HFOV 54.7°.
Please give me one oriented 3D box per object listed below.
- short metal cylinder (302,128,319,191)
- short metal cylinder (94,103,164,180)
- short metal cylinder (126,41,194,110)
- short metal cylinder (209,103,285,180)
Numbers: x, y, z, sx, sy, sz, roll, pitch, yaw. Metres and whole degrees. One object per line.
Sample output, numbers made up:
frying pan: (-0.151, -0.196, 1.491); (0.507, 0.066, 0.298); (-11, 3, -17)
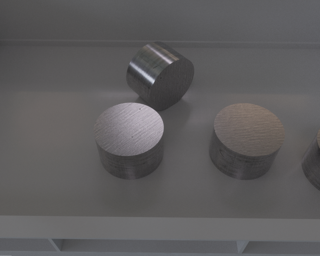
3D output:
short metal cylinder: (0.215, 0.036, 0.360); (0.080, 0.050, 0.080); (0, 50, 0)
short metal cylinder: (-0.036, 0.015, 0.376); (0.080, 0.050, 0.080); (0, 50, 0)
short metal cylinder: (0.001, -0.072, 0.430); (0.080, 0.080, 0.050); (-33, 58, -24)
short metal cylinder: (0.103, 0.016, 0.376); (0.080, 0.050, 0.080); (0, 50, 0)
